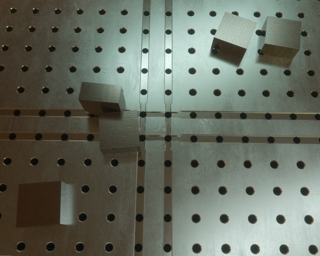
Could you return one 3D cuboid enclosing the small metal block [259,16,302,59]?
[{"bbox_3d":[0.180,-0.136,0.464,0.050,0.025,0.050,11,70,3],"label":"small metal block"}]

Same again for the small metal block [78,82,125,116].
[{"bbox_3d":[-0.075,-0.036,0.411,0.050,0.050,0.025,5,70,1],"label":"small metal block"}]

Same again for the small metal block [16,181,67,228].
[{"bbox_3d":[-0.142,0.093,0.376,0.050,0.025,0.050,-4,70,-2],"label":"small metal block"}]

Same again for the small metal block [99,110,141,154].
[{"bbox_3d":[-0.053,0.006,0.409,0.050,0.025,0.050,-5,70,-2],"label":"small metal block"}]

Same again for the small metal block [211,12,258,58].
[{"bbox_3d":[0.111,-0.139,0.464,0.050,0.025,0.050,22,71,7],"label":"small metal block"}]
